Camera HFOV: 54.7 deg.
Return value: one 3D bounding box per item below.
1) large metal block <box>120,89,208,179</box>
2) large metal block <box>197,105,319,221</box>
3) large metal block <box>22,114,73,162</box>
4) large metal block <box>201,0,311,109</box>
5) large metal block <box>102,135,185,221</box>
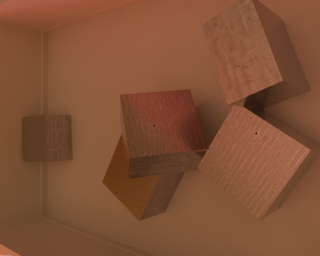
[{"bbox_3d":[0.000,0.006,0.350,0.050,0.081,0.080,101,160,-56],"label":"large metal block"},{"bbox_3d":[0.098,0.030,0.310,0.080,0.050,0.079,40,115,32],"label":"large metal block"},{"bbox_3d":[-0.204,0.019,0.560,0.080,0.050,0.080,-4,88,40],"label":"large metal block"},{"bbox_3d":[0.093,-0.066,0.294,0.050,0.081,0.080,-25,74,37],"label":"large metal block"},{"bbox_3d":[-0.021,0.060,0.408,0.080,0.050,0.079,37,112,34],"label":"large metal block"}]
